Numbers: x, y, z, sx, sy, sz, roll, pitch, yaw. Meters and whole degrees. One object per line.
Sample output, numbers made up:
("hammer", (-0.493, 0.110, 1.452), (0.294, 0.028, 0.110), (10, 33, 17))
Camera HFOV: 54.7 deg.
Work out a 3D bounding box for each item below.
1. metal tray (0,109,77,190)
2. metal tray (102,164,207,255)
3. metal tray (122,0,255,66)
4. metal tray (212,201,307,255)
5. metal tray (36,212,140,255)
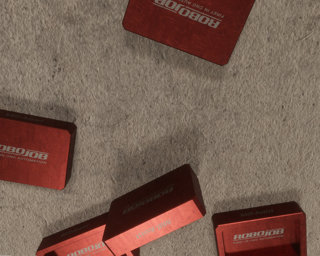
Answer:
("metal tray", (-0.185, 0.028, 0.415), (0.131, 0.030, 0.089), (11, 110, -5))
("metal tray", (-0.008, 0.106, 0.414), (0.130, 0.090, 0.030), (-28, 108, 9))
("metal tray", (0.032, -0.137, 0.357), (0.131, 0.030, 0.089), (19, 109, -8))
("metal tray", (0.151, 0.166, 0.470), (0.131, 0.030, 0.089), (-10, 110, 3))
("metal tray", (-0.108, 0.190, 0.475), (0.130, 0.030, 0.090), (-24, 109, 8))
